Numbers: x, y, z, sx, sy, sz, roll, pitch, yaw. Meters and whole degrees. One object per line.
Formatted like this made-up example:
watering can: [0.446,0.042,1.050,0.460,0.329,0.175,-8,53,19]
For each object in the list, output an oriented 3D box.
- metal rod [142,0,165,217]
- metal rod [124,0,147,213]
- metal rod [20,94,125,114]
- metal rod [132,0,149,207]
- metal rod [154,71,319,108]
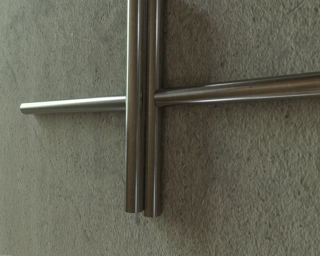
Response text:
metal rod: [-0.009,-0.033,0.413,0.025,0.025,0.298,2,91,39]
metal rod: [-0.032,-0.041,0.405,0.025,0.025,0.298,2,91,39]
metal rod: [-0.154,-0.038,0.530,0.300,0.025,0.025,1,91,39]
metal rod: [-0.028,-0.039,0.428,0.025,0.025,0.298,2,91,39]
metal rod: [0.117,-0.040,0.309,0.300,0.025,0.025,0,90,39]
